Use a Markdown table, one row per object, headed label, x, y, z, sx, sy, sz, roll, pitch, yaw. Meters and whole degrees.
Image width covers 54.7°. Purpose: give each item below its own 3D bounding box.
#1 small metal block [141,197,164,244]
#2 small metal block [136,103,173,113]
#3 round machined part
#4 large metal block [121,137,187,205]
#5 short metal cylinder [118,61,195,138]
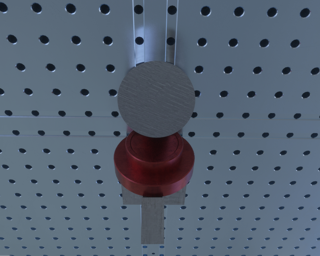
| label | x | y | z | sx | sy | sz | roll | pitch | yaw |
| --- | --- | --- | --- | --- | --- | --- | --- | --- | --- |
| small metal block | -0.009 | 0.107 | 0.367 | 0.025 | 0.050 | 0.050 | 1 | 168 | -2 |
| small metal block | -0.007 | -0.017 | 0.396 | 0.050 | 0.025 | 0.050 | 0 | 130 | -1 |
| round machined part | -0.007 | 0.032 | 0.377 | 0.099 | 0.098 | 0.042 | 1 | 130 | -1 |
| large metal block | -0.008 | 0.056 | 0.422 | 0.081 | 0.080 | 0.050 | 1 | 130 | -1 |
| short metal cylinder | -0.004 | -0.033 | 0.345 | 0.081 | 0.050 | 0.079 | 0 | 100 | -1 |
